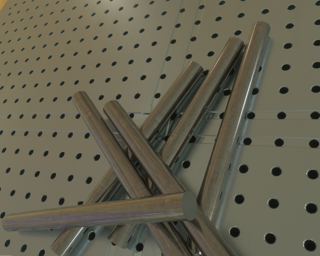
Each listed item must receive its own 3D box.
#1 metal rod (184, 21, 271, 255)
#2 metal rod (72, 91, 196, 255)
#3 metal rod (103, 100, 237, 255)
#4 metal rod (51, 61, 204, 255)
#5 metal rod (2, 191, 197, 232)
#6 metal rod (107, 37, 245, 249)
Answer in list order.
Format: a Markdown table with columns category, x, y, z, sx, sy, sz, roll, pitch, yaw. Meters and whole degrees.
| category | x | y | z | sx | sy | sz | roll | pitch | yaw |
| --- | --- | --- | --- | --- | --- | --- | --- | --- | --- |
| metal rod | 0.085 | -0.005 | 0.366 | 0.025 | 0.025 | 0.300 | 8 | 66 | 32 |
| metal rod | -0.045 | 0.044 | 0.372 | 0.025 | 0.025 | 0.300 | -41 | 51 | 1 |
| metal rod | 0.009 | 0.061 | 0.333 | 0.025 | 0.025 | 0.300 | -41 | 51 | 1 |
| metal rod | -0.036 | 0.033 | 0.407 | 0.025 | 0.025 | 0.300 | 28 | 77 | 37 |
| metal rod | -0.093 | 0.101 | 0.355 | 0.300 | 0.025 | 0.025 | -16 | 54 | 35 |
| metal rod | 0.028 | 0.008 | 0.389 | 0.025 | 0.025 | 0.300 | 22 | 73 | 36 |
